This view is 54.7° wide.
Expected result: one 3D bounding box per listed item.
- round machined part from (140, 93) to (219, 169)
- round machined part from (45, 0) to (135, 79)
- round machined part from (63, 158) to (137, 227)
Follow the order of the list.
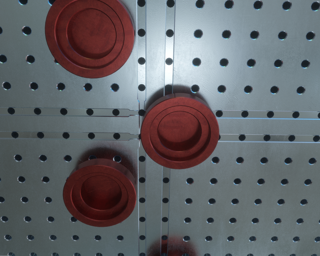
[{"bbox_3d":[0.025,0.001,0.405,0.099,0.042,0.097,0,110,-1],"label":"round machined part"},{"bbox_3d":[-0.078,-0.110,0.363,0.099,0.042,0.097,0,110,-1],"label":"round machined part"},{"bbox_3d":[-0.081,0.086,0.435,0.099,0.042,0.097,0,110,-1],"label":"round machined part"}]
